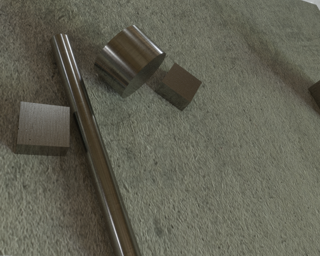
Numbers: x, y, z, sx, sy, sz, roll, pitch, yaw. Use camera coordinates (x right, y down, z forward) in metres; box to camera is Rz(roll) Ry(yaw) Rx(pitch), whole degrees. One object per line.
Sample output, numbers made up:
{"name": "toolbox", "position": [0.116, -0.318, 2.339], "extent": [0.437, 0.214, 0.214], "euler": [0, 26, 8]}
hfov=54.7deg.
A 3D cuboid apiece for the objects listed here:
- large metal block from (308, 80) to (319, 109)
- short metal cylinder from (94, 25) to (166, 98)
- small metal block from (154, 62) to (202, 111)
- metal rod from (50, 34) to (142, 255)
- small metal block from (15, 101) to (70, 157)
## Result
{"name": "large metal block", "position": [0.355, -0.067, 0.604], "extent": [0.050, 0.080, 0.080], "euler": [-5, 65, -31]}
{"name": "short metal cylinder", "position": [-0.038, -0.085, 0.401], "extent": [0.050, 0.080, 0.080], "euler": [45, 51, 2]}
{"name": "small metal block", "position": [0.027, -0.061, 0.458], "extent": [0.050, 0.025, 0.050], "euler": [36, 51, -5]}
{"name": "metal rod", "position": [-0.077, 0.016, 0.353], "extent": [0.025, 0.025, 0.299], "euler": [-9, 66, -32]}
{"name": "small metal block", "position": [-0.126, 0.002, 0.335], "extent": [0.050, 0.025, 0.050], "euler": [6, 59, -26]}
